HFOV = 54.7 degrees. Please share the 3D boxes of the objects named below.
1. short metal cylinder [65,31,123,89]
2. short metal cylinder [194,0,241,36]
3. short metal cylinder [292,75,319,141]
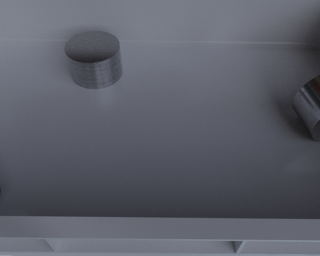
[{"bbox_3d":[-0.100,-0.105,0.476,0.081,0.050,0.080,0,50,0],"label":"short metal cylinder"},{"bbox_3d":[0.105,-0.216,0.574,0.081,0.050,0.080,0,50,0],"label":"short metal cylinder"},{"bbox_3d":[0.220,-0.027,0.395,0.081,0.080,0.050,-10,51,-8],"label":"short metal cylinder"}]
